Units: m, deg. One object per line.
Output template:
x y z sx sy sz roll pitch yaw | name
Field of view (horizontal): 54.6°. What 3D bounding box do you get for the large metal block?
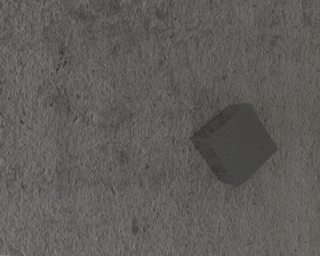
0.103 0.022 0.433 0.080 0.050 0.080 -39 103 -16 | large metal block
